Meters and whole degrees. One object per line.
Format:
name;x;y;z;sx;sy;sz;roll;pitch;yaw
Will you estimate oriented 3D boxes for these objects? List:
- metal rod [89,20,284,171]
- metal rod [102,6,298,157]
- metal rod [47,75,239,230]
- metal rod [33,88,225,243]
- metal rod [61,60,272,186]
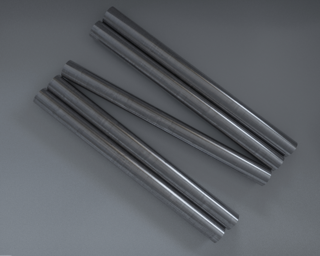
metal rod;0.036;-0.042;0.410;0.301;0.025;0.025;36;90;0
metal rod;0.053;-0.061;0.410;0.301;0.025;0.025;36;90;0
metal rod;-0.022;0.032;0.410;0.300;0.025;0.025;38;90;0
metal rod;-0.040;0.049;0.410;0.300;0.025;0.025;38;90;0
metal rod;0.009;-0.006;0.410;0.301;0.025;0.025;29;90;0
